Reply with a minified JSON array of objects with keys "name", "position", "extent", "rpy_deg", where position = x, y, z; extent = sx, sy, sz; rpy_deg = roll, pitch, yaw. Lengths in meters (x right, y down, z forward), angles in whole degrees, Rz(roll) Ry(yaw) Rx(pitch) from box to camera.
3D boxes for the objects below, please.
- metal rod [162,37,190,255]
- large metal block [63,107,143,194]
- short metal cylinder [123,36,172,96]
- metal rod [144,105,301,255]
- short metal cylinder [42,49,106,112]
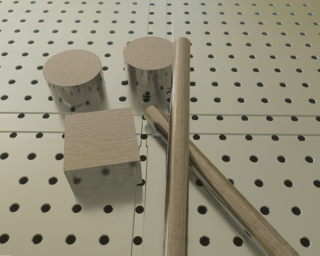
[{"name":"metal rod","position":[0.022,0.009,0.367],"extent":[0.025,0.025,0.299],"rpy_deg":[3,60,2]},{"name":"large metal block","position":[-0.067,0.025,0.370],"extent":[0.081,0.050,0.080],"rpy_deg":[-8,51,-7]},{"name":"short metal cylinder","position":[-0.014,-0.095,0.471],"extent":[0.081,0.050,0.080],"rpy_deg":[0,50,0]},{"name":"metal rod","position":[0.073,0.073,0.346],"extent":[0.025,0.025,0.300],"rpy_deg":[-28,56,-21]},{"name":"short metal cylinder","position":[-0.122,-0.069,0.449],"extent":[0.081,0.050,0.080],"rpy_deg":[0,50,0]}]
